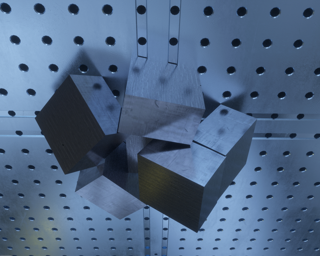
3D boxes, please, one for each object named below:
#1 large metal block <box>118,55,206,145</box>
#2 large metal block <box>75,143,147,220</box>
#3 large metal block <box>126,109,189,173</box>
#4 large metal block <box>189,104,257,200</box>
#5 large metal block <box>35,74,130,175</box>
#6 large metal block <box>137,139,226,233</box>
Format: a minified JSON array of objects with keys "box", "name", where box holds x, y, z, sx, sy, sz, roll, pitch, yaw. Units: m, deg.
[{"box":[0.001,-0.033,0.348,0.080,0.080,0.050,10,129,-8],"name":"large metal block"},{"box":[-0.062,0.066,0.429,0.050,0.080,0.080,-33,123,24],"name":"large metal block"},{"box":[-0.001,0.014,0.407,0.080,0.050,0.080,1,130,-1],"name":"large metal block"},{"box":[0.074,0.030,0.390,0.050,0.080,0.080,26,136,28],"name":"large metal block"},{"box":[-0.089,-0.005,0.362,0.080,0.080,0.050,-41,163,29],"name":"large metal block"},{"box":[0.023,0.060,0.355,0.080,0.050,0.080,23,134,25],"name":"large metal block"}]
